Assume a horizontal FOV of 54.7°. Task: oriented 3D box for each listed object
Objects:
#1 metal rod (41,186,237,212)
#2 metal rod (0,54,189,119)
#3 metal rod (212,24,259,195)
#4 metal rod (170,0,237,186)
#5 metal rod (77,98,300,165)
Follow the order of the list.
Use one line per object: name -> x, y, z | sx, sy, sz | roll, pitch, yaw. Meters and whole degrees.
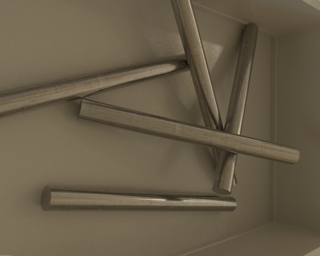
metal rod -> 0.000, 0.097, 0.406 | 0.302, 0.025, 0.025 | 13, 82, -39
metal rod -> -0.074, -0.049, 0.344 | 0.302, 0.025, 0.025 | -21, 104, -38
metal rod -> 0.120, -0.045, 0.472 | 0.025, 0.025, 0.300 | 37, 57, -34
metal rod -> 0.067, -0.039, 0.438 | 0.025, 0.025, 0.298 | -37, 120, -34
metal rod -> 0.051, 0.010, 0.388 | 0.302, 0.025, 0.025 | 12, 82, -21
